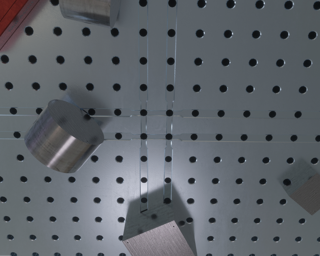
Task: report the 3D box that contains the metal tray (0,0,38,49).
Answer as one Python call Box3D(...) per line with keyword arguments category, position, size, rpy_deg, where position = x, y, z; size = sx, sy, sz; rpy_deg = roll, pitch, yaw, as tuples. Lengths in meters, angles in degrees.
Box3D(category="metal tray", position=(-0.195, -0.159, 0.350), size=(0.090, 0.030, 0.130), rpy_deg=(42, 105, -14))

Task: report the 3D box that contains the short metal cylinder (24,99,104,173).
Box3D(category="short metal cylinder", position=(-0.118, 0.010, 0.387), size=(0.080, 0.080, 0.050), rpy_deg=(39, 106, -13))

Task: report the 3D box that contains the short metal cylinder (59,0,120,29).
Box3D(category="short metal cylinder", position=(-0.069, -0.151, 0.328), size=(0.050, 0.080, 0.079), rpy_deg=(12, 110, -4))

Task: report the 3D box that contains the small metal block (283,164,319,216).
Box3D(category="small metal block", position=(0.218, 0.090, 0.449), size=(0.050, 0.025, 0.050), rpy_deg=(39, 105, -13))

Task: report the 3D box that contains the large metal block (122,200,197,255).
Box3D(category="large metal block", position=(0.001, 0.166, 0.461), size=(0.080, 0.050, 0.080), rpy_deg=(-25, 108, 9))
